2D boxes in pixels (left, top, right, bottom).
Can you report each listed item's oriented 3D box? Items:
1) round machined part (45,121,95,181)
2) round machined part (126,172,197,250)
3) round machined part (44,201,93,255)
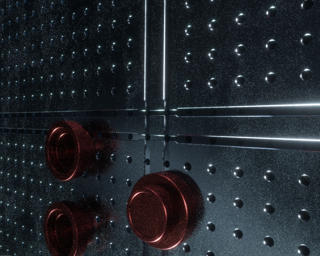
[{"bbox_3d":[-0.147,0.037,0.516,0.098,0.042,0.097,0,90,39],"label":"round machined part"},{"bbox_3d":[-0.005,0.108,0.401,0.098,0.042,0.097,0,90,39],"label":"round machined part"},{"bbox_3d":[-0.150,0.170,0.519,0.098,0.042,0.097,0,90,39],"label":"round machined part"}]
